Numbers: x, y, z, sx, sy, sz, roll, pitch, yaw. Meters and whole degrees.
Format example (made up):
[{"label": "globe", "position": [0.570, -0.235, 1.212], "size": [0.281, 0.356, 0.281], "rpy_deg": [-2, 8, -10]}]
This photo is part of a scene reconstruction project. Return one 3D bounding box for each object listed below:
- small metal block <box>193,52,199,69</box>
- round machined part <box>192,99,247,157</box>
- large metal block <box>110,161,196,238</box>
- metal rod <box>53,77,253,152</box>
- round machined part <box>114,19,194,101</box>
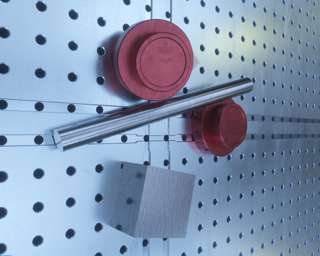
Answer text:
[{"label": "small metal block", "position": [0.021, -0.094, 0.426], "size": [0.050, 0.025, 0.050], "rpy_deg": [-51, 120, -28]}, {"label": "round machined part", "position": [0.098, -0.004, 0.480], "size": [0.099, 0.042, 0.097], "rpy_deg": [0, 90, -40]}, {"label": "large metal block", "position": [-0.007, 0.090, 0.387], "size": [0.080, 0.050, 0.080], "rpy_deg": [18, 79, -39]}, {"label": "metal rod", "position": [0.015, -0.027, 0.403], "size": [0.302, 0.025, 0.025], "rpy_deg": [-18, 102, -33]}, {"label": "round machined part", "position": [-0.003, -0.080, 0.373], "size": [0.099, 0.042, 0.097], "rpy_deg": [-6, 108, -21]}]
